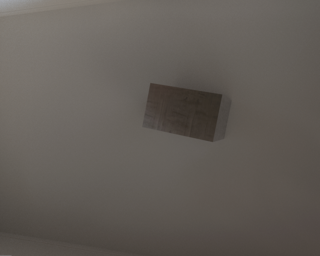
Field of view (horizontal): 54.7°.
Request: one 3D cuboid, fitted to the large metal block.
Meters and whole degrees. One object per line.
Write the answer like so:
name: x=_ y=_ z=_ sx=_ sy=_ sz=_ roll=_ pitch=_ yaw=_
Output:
large metal block: x=0.036 y=-0.018 z=0.368 sx=0.080 sy=0.080 sz=0.050 roll=12 pitch=94 yaw=19
